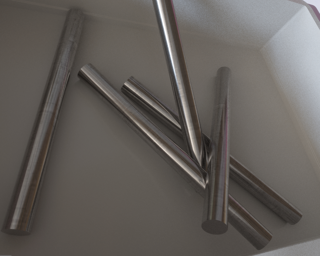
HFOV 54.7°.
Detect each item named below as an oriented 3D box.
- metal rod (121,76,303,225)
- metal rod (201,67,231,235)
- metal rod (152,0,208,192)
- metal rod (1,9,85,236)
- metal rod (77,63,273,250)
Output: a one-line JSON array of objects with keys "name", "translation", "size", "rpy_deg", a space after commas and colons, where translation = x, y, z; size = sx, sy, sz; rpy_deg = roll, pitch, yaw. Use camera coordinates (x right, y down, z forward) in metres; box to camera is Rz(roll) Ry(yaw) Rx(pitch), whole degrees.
[{"name": "metal rod", "translation": [0.072, 0.032, 0.426], "size": [0.300, 0.025, 0.025], "rpy_deg": [38, 51, -3]}, {"name": "metal rod", "translation": [0.081, 0.001, 0.411], "size": [0.025, 0.025, 0.301], "rpy_deg": [29, 40, -10]}, {"name": "metal rod", "translation": [0.024, -0.067, 0.392], "size": [0.025, 0.025, 0.298], "rpy_deg": [-13, 90, -34]}, {"name": "metal rod", "translation": [-0.124, -0.032, 0.359], "size": [0.025, 0.025, 0.300], "rpy_deg": [16, 55, -20]}, {"name": "metal rod", "translation": [0.011, 0.028, 0.376], "size": [0.300, 0.025, 0.025], "rpy_deg": [43, 50, 9]}]
